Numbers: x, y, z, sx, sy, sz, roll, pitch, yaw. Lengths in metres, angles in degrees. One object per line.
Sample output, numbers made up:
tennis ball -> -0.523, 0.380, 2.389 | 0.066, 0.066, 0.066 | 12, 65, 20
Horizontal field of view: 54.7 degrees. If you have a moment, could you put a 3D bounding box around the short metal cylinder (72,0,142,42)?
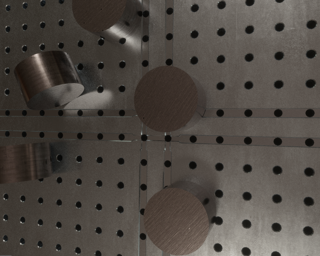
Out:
short metal cylinder -> -0.071, -0.164, 0.423 | 0.080, 0.050, 0.079 | 0, 90, 19

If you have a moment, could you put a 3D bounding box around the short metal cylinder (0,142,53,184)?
short metal cylinder -> -0.200, 0.050, 0.452 | 0.080, 0.080, 0.050 | -7, 88, 19

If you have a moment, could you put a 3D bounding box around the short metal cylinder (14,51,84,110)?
short metal cylinder -> -0.155, -0.065, 0.436 | 0.080, 0.080, 0.050 | -27, 81, 17

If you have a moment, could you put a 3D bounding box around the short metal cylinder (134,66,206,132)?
short metal cylinder -> 0.014, -0.035, 0.394 | 0.080, 0.050, 0.079 | 0, 90, 19

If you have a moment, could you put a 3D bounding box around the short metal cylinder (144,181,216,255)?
short metal cylinder -> 0.026, 0.111, 0.389 | 0.080, 0.050, 0.079 | 0, 90, 19
